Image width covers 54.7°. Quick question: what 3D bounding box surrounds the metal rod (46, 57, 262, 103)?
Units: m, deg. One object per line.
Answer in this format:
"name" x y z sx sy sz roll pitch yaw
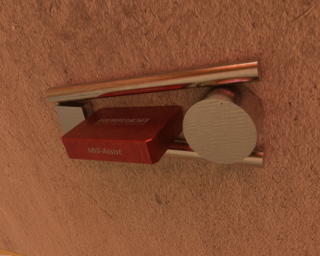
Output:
"metal rod" -0.029 -0.055 0.390 0.300 0.025 0.025 -2 117 29

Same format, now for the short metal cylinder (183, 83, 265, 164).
"short metal cylinder" 0.072 -0.007 0.349 0.080 0.050 0.079 13 124 21

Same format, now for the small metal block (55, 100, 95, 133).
"small metal block" -0.123 -0.015 0.465 0.050 0.025 0.050 4 121 26

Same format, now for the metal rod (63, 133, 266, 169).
"metal rod" -0.012 0.026 0.431 0.301 0.025 0.025 4 120 26

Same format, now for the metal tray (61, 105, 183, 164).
"metal tray" -0.045 0.005 0.392 0.130 0.090 0.030 0 118 28
